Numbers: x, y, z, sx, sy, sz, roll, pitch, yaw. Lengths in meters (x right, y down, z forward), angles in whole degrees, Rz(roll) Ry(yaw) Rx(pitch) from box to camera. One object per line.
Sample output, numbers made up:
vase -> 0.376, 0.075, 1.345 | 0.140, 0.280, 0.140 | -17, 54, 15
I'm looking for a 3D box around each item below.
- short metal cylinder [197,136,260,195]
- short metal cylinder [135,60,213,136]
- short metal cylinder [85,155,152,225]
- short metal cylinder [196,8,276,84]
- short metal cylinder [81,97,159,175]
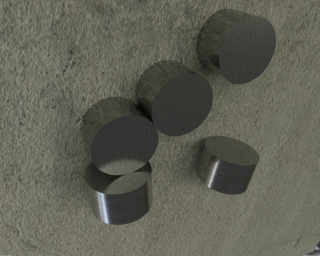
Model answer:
short metal cylinder -> 0.099, 0.053, 0.458 | 0.081, 0.080, 0.050 | -2, 119, -28
short metal cylinder -> 0.017, -0.037, 0.377 | 0.081, 0.050, 0.079 | -14, 124, -21
short metal cylinder -> -0.050, 0.073, 0.389 | 0.081, 0.080, 0.050 | -15, 125, -20
short metal cylinder -> 0.092, -0.100, 0.379 | 0.081, 0.050, 0.079 | -14, 124, -21
short metal cylinder -> -0.049, 0.009, 0.369 | 0.081, 0.050, 0.079 | -14, 124, -21
